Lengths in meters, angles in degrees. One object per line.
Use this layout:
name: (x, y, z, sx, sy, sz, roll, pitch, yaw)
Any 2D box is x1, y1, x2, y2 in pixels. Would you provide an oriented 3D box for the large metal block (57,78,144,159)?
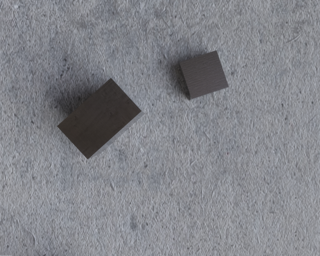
large metal block: (-0.067, -0.011, 0.382, 0.080, 0.080, 0.050, -42, 90, 0)

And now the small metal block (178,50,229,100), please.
small metal block: (0.057, -0.069, 0.410, 0.050, 0.025, 0.050, -18, 90, 0)
